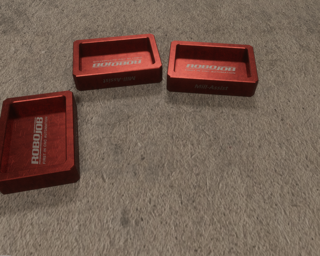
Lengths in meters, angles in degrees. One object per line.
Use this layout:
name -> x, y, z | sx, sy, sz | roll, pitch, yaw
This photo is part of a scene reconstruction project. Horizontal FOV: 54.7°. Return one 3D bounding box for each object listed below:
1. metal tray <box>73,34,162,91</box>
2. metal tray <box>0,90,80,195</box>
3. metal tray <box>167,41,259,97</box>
metal tray -> -0.068, -0.106, 0.487 | 0.131, 0.030, 0.090 | -7, 50, -7
metal tray -> -0.151, 0.012, 0.387 | 0.091, 0.030, 0.130 | -8, 51, -8
metal tray -> 0.079, -0.094, 0.479 | 0.131, 0.030, 0.090 | 4, 50, 3
